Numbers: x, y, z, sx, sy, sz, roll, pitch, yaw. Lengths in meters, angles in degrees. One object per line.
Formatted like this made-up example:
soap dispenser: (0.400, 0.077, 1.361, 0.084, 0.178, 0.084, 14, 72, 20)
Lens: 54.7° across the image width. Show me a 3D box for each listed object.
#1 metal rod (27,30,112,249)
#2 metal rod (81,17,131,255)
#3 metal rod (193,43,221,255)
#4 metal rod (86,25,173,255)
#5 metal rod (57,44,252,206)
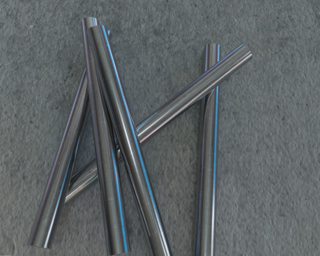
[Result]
metal rod: (-0.105, -0.007, 0.392, 0.025, 0.025, 0.299, 8, 64, 2)
metal rod: (-0.069, -0.007, 0.374, 0.025, 0.025, 0.299, -10, 70, -4)
metal rod: (0.063, 0.024, 0.400, 0.025, 0.025, 0.299, 5, 70, 1)
metal rod: (-0.034, 0.024, 0.362, 0.025, 0.025, 0.298, -16, 85, -6)
metal rod: (-0.003, -0.008, 0.394, 0.301, 0.025, 0.025, -38, 75, -7)
